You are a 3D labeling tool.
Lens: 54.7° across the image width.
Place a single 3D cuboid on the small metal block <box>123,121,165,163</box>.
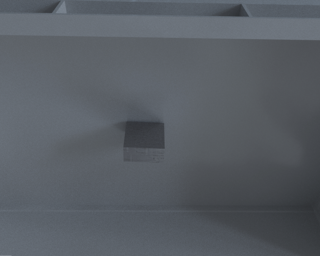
[{"bbox_3d":[-0.020,0.018,0.403,0.050,0.050,0.025,2,130,-3],"label":"small metal block"}]
